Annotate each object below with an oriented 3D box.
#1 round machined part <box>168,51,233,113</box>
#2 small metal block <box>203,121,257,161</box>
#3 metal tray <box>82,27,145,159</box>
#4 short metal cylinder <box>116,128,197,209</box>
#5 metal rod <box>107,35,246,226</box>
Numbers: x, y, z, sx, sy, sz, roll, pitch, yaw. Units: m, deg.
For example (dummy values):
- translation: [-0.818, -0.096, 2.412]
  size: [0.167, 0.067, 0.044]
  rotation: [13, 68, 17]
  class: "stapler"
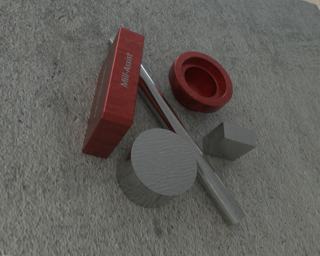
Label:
- translation: [0.056, -0.064, 0.465]
  size: [0.099, 0.042, 0.098]
  rotation: [14, 56, -21]
  class: "round machined part"
- translation: [0.095, 0.020, 0.427]
  size: [0.050, 0.050, 0.025]
  rotation: [15, 56, -20]
  class: "small metal block"
- translation: [-0.054, -0.041, 0.360]
  size: [0.030, 0.090, 0.130]
  rotation: [17, 55, -19]
  class: "metal tray"
- translation: [-0.005, 0.047, 0.359]
  size: [0.081, 0.050, 0.080]
  rotation: [14, 56, -21]
  class: "short metal cylinder"
- translation: [0.016, -0.005, 0.420]
  size: [0.025, 0.025, 0.299]
  rotation: [-25, 75, -37]
  class: "metal rod"
